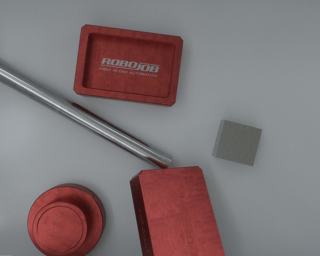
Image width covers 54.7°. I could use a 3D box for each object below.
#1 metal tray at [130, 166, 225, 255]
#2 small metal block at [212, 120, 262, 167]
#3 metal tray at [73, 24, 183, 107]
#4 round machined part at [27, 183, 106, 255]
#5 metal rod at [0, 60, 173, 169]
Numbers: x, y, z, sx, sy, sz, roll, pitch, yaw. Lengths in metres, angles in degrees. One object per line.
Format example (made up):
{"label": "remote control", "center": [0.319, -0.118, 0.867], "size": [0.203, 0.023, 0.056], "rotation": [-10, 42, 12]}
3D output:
{"label": "metal tray", "center": [0.021, 0.113, 0.366], "size": [0.091, 0.030, 0.130], "rotation": [0, 65, -30]}
{"label": "small metal block", "center": [0.102, 0.020, 0.413], "size": [0.050, 0.025, 0.050], "rotation": [14, 90, -1]}
{"label": "metal tray", "center": [-0.040, -0.080, 0.408], "size": [0.131, 0.030, 0.089], "rotation": [7, 90, -1]}
{"label": "round machined part", "center": [-0.123, 0.124, 0.401], "size": [0.099, 0.042, 0.097], "rotation": [0, 90, -1]}
{"label": "metal rod", "center": [-0.120, -0.024, 0.409], "size": [0.301, 0.025, 0.025], "rotation": [29, 90, -1]}
